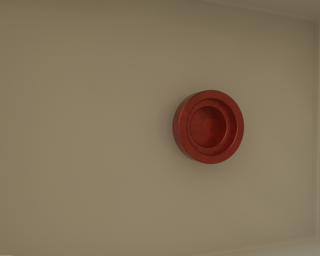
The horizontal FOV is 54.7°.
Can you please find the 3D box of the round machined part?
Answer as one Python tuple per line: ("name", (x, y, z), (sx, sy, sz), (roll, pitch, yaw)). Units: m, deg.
("round machined part", (0.062, -0.002, 0.426), (0.099, 0.042, 0.097), (0, 90, -21))
